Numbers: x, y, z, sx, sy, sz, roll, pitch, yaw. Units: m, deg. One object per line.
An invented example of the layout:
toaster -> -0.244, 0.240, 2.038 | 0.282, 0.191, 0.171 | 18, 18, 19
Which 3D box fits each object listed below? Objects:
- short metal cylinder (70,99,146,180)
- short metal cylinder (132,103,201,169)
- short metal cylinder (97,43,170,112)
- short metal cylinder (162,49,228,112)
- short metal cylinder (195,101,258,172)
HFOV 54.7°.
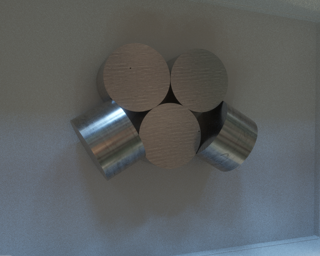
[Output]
short metal cylinder -> -0.060, 0.013, 0.358 | 0.050, 0.080, 0.080 | -32, 101, -17
short metal cylinder -> 0.005, 0.009, 0.397 | 0.081, 0.050, 0.080 | 0, 90, -20
short metal cylinder -> -0.034, -0.059, 0.383 | 0.081, 0.050, 0.080 | 0, 90, -20
short metal cylinder -> 0.042, -0.060, 0.411 | 0.081, 0.050, 0.080 | 0, 90, -20
short metal cylinder -> 0.081, 0.011, 0.409 | 0.050, 0.080, 0.080 | 31, 80, -17
